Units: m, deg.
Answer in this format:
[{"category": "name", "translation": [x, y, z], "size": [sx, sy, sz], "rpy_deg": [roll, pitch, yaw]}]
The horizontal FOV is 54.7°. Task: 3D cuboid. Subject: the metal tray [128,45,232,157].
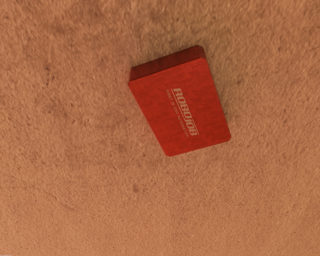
[{"category": "metal tray", "translation": [0.028, -0.027, 0.382], "size": [0.090, 0.030, 0.130], "rpy_deg": [-17, 129, 13]}]
